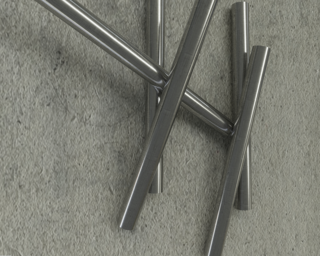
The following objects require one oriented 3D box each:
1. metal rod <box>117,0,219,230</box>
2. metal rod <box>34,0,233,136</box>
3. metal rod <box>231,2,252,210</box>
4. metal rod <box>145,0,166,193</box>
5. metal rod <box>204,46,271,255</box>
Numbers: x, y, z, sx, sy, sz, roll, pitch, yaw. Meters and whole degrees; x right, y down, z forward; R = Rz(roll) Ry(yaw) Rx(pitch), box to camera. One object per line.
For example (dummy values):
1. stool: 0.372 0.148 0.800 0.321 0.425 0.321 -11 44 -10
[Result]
1. metal rod: 0.006 -0.015 0.369 0.025 0.025 0.298 16 101 -20
2. metal rod: -0.012 -0.069 0.372 0.301 0.025 0.025 32 79 -30
3. metal rod: 0.120 -0.031 0.454 0.025 0.025 0.298 -1 91 -20
4. metal rod: -0.007 -0.066 0.407 0.025 0.025 0.298 1 90 -20
5. metal rod: 0.107 0.036 0.431 0.025 0.025 0.298 12 93 -20
